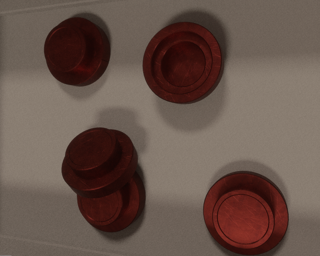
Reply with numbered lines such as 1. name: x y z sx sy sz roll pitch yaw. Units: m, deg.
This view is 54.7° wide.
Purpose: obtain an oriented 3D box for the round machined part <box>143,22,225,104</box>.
1. round machined part: 0.032 -0.078 0.390 0.098 0.042 0.097 0 90 19

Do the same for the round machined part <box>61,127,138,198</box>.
1. round machined part: -0.082 0.037 0.401 0.098 0.042 0.098 -9 46 10

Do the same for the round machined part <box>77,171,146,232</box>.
1. round machined part: -0.073 0.095 0.426 0.098 0.042 0.097 0 90 19

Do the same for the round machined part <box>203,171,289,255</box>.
1. round machined part: 0.100 0.102 0.366 0.098 0.042 0.097 0 90 19

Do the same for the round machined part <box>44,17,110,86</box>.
1. round machined part: -0.125 -0.111 0.444 0.098 0.042 0.097 0 90 19
